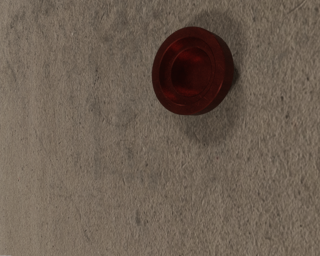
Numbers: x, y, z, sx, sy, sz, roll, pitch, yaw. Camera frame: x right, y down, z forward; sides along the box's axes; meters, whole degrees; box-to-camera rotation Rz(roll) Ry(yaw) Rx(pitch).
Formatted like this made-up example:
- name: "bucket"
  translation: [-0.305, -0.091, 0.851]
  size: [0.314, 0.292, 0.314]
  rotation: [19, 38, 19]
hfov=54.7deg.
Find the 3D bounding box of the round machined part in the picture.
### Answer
- name: "round machined part"
  translation: [0.041, -0.063, 0.359]
  size: [0.098, 0.042, 0.097]
  rotation: [0, 90, 39]
